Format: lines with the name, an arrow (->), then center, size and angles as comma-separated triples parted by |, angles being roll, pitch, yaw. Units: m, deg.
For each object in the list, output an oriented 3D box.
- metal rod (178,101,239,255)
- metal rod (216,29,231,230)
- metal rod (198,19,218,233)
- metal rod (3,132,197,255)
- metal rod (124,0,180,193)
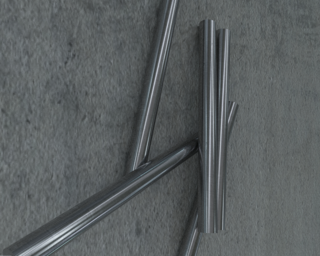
metal rod -> 0.068, 0.098, 0.464 | 0.025, 0.025, 0.299 | 31, 71, -36
metal rod -> 0.089, -0.005, 0.461 | 0.025, 0.025, 0.299 | 14, 75, -40
metal rod -> 0.066, -0.013, 0.429 | 0.025, 0.025, 0.299 | 15, 71, -39
metal rod -> -0.023, 0.058, 0.347 | 0.302, 0.025, 0.025 | -26, 107, -50
metal rod -> -0.006, -0.067, 0.401 | 0.025, 0.025, 0.299 | 19, 78, -39
